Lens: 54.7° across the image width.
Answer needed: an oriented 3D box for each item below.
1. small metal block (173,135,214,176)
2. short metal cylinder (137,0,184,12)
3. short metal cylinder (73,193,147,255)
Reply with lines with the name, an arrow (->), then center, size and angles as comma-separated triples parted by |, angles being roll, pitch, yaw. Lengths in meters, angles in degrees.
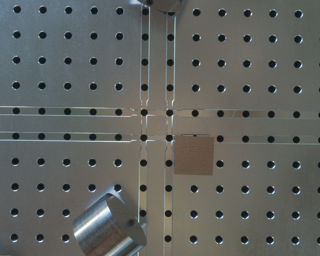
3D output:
small metal block -> 0.044, 0.036, 0.414 | 0.050, 0.025, 0.050 | 2, 90, 0
short metal cylinder -> -0.002, -0.188, 0.386 | 0.080, 0.080, 0.050 | 21, 90, 0
short metal cylinder -> -0.061, 0.129, 0.385 | 0.050, 0.080, 0.080 | -39, 90, 0
